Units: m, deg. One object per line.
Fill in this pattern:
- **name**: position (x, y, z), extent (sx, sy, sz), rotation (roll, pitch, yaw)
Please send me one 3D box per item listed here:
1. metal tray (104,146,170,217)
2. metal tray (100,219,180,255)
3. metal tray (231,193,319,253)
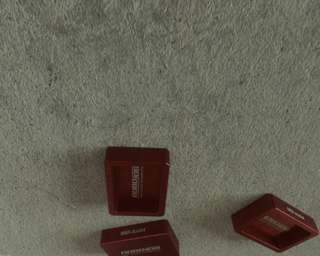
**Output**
- **metal tray**: position (-0.035, 0.086, 0.476), extent (0.091, 0.030, 0.129), rotation (2, 130, -2)
- **metal tray**: position (-0.036, 0.221, 0.592), extent (0.130, 0.030, 0.090), rotation (-13, 129, 10)
- **metal tray**: position (0.205, 0.173, 0.553), extent (0.131, 0.030, 0.090), rotation (31, 123, -24)
